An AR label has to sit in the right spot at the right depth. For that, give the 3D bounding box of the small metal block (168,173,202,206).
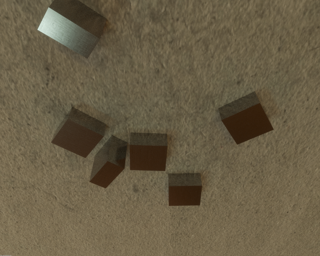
[{"bbox_3d":[0.039,0.098,0.492,0.050,0.025,0.050,-1,130,0],"label":"small metal block"}]

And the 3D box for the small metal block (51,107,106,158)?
[{"bbox_3d":[-0.108,0.007,0.412,0.050,0.025,0.050,29,124,-23],"label":"small metal block"}]

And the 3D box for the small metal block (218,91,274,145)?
[{"bbox_3d":[0.111,-0.012,0.399,0.050,0.025,0.050,-26,126,20],"label":"small metal block"}]

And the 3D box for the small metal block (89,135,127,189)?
[{"bbox_3d":[-0.071,0.047,0.430,0.025,0.050,0.050,28,124,-22],"label":"small metal block"}]

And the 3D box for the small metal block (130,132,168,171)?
[{"bbox_3d":[-0.016,0.034,0.436,0.050,0.025,0.050,2,130,-2],"label":"small metal block"}]

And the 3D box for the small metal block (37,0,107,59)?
[{"bbox_3d":[-0.083,-0.102,0.303,0.050,0.050,0.025,29,124,-23],"label":"small metal block"}]
